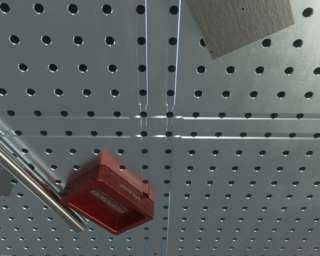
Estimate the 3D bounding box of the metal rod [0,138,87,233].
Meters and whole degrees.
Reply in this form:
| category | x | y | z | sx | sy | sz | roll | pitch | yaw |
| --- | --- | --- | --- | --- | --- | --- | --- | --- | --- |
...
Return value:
| category | x | y | z | sx | sy | sz | roll | pitch | yaw |
| --- | --- | --- | --- | --- | --- | --- | --- | --- | --- |
| metal rod | -0.203 | 0.074 | 0.472 | 0.025 | 0.025 | 0.299 | -18 | 128 | 15 |

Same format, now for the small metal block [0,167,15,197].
| category | x | y | z | sx | sy | sz | roll | pitch | yaw |
| --- | --- | --- | --- | --- | --- | --- | --- | --- | --- |
| small metal block | -0.259 | 0.079 | 0.476 | 0.050 | 0.025 | 0.050 | 4 | 130 | -4 |

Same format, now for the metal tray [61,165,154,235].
| category | x | y | z | sx | sy | sz | roll | pitch | yaw |
| --- | --- | --- | --- | --- | --- | --- | --- | --- | --- |
| metal tray | -0.083 | 0.124 | 0.512 | 0.090 | 0.030 | 0.130 | -31 | 124 | 23 |

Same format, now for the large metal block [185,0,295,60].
| category | x | y | z | sx | sy | sz | roll | pitch | yaw |
| --- | --- | --- | --- | --- | --- | --- | --- | --- | --- |
| large metal block | 0.069 | -0.124 | 0.290 | 0.080 | 0.050 | 0.080 | -22 | 127 | 17 |
